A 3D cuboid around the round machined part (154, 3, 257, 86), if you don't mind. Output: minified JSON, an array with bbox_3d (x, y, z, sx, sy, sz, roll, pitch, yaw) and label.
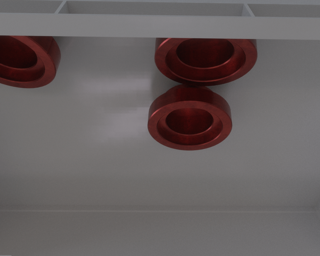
[{"bbox_3d":[0.045,-0.084,0.309,0.099,0.042,0.098,3,158,1],"label":"round machined part"}]

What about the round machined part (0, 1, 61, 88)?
[{"bbox_3d":[-0.149,-0.085,0.310,0.099,0.042,0.098,5,152,3],"label":"round machined part"}]

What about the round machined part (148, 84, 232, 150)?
[{"bbox_3d":[0.036,-0.016,0.375,0.099,0.042,0.098,2,144,2],"label":"round machined part"}]
